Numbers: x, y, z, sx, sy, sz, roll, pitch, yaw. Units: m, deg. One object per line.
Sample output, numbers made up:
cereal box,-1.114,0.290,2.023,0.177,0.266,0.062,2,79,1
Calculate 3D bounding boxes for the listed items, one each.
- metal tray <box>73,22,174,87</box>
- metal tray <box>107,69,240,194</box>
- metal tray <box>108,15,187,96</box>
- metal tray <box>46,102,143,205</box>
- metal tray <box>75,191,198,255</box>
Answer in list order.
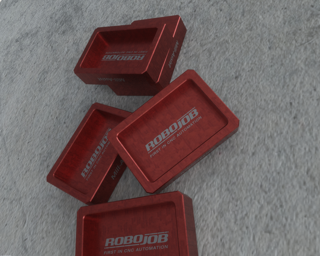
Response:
metal tray,-0.055,-0.108,0.454,0.130,0.030,0.090,7,65,30
metal tray,0.015,0.004,0.366,0.130,0.030,0.090,-38,74,0
metal tray,-0.019,-0.112,0.478,0.090,0.030,0.130,4,63,29
metal tray,-0.085,0.033,0.422,0.090,0.030,0.130,17,70,34
metal tray,-0.028,0.123,0.330,0.130,0.030,0.090,-14,64,20
